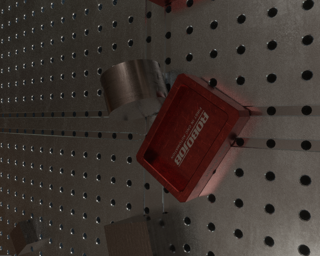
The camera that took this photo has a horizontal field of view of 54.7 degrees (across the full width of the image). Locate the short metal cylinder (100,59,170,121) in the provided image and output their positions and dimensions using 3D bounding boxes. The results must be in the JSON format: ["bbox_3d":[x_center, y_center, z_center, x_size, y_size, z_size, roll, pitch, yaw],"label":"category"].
[{"bbox_3d":[-0.032,-0.046,0.398,0.080,0.081,0.050,-25,74,37],"label":"short metal cylinder"}]

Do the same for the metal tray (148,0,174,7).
[{"bbox_3d":[0.016,-0.235,0.391,0.090,0.030,0.129,-11,83,39],"label":"metal tray"}]

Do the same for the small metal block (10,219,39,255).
[{"bbox_3d":[-0.279,0.225,0.636,0.050,0.025,0.050,-48,62,29],"label":"small metal block"}]

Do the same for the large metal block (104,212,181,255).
[{"bbox_3d":[-0.022,0.161,0.410,0.080,0.050,0.080,-19,78,38],"label":"large metal block"}]

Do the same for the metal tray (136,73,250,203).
[{"bbox_3d":[0.034,0.012,0.372,0.090,0.030,0.129,40,114,28],"label":"metal tray"}]
